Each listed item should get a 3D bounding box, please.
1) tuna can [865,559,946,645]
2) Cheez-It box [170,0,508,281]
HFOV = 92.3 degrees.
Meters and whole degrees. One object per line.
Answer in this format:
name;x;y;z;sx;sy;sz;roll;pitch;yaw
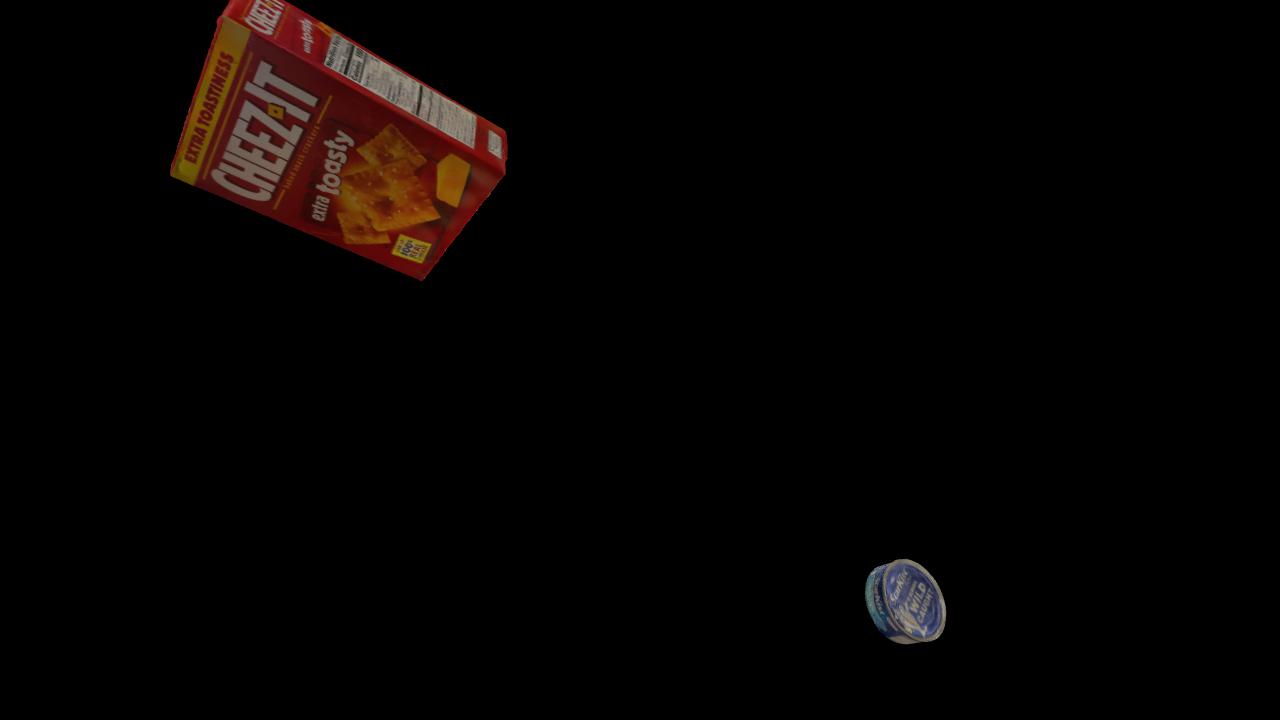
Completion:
tuna can;0.287;0.262;0.668;0.084;0.084;0.034;0;-28;-27
Cheez-It box;-0.253;-0.180;0.536;0.223;0.071;0.166;23;-47;-36
